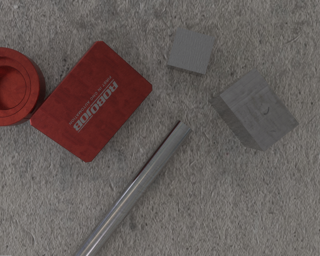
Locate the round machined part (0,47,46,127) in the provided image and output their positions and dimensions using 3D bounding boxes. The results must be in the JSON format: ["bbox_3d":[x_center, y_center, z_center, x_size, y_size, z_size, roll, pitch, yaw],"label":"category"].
[{"bbox_3d":[-0.196,-0.051,0.400,0.099,0.042,0.097,0,90,0],"label":"round machined part"}]

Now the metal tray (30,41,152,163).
[{"bbox_3d":[-0.085,-0.033,0.391,0.090,0.030,0.130,40,90,-22],"label":"metal tray"}]

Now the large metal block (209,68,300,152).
[{"bbox_3d":[0.111,-0.021,0.384,0.050,0.080,0.080,-38,90,0],"label":"large metal block"}]

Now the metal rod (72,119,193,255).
[{"bbox_3d":[-0.058,0.115,0.409,0.025,0.025,0.300,38,90,0],"label":"metal rod"}]

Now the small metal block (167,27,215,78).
[{"bbox_3d":[0.040,-0.099,0.410,0.050,0.025,0.050,15,90,0],"label":"small metal block"}]
